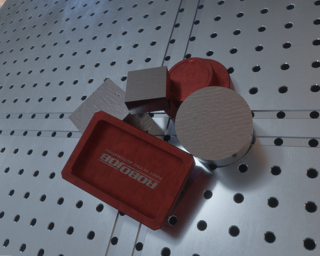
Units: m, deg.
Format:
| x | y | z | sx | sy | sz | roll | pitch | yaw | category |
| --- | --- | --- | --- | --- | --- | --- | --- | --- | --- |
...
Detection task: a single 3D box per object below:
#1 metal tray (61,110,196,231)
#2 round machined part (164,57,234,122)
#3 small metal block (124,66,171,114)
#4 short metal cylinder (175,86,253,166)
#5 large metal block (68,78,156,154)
| x | y | z | sx | sy | sz | roll | pitch | yaw | category |
| --- | --- | --- | --- | --- | --- | --- | --- | --- | --- |
| -0.036 | 0.046 | 0.359 | 0.130 | 0.030 | 0.090 | 26 | 82 | 14 | metal tray |
| 0.043 | -0.054 | 0.407 | 0.098 | 0.042 | 0.098 | -13 | 56 | 21 | round machined part |
| -0.014 | -0.047 | 0.385 | 0.050 | 0.025 | 0.050 | -6 | 55 | 12 | small metal block |
| 0.062 | 0.000 | 0.345 | 0.080 | 0.050 | 0.080 | -4 | 75 | 16 | short metal cylinder |
| -0.068 | -0.011 | 0.435 | 0.080 | 0.050 | 0.080 | -46 | 51 | -4 | large metal block |
